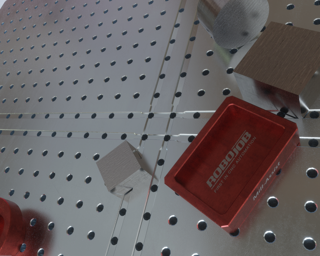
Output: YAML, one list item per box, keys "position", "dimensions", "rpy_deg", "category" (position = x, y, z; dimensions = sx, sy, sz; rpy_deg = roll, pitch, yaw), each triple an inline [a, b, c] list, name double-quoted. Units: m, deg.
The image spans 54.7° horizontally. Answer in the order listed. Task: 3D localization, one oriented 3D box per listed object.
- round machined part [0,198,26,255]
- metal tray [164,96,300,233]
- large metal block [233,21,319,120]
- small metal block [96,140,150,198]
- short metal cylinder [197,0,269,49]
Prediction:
- position: [-0.226, 0.148, 0.425]
  dimensions: [0.098, 0.042, 0.098]
  rpy_deg: [-13, 56, 21]
  category: "round machined part"
- position: [0.078, 0.035, 0.342]
  dimensions: [0.090, 0.030, 0.130]
  rpy_deg: [32, 79, 38]
  category: "metal tray"
- position: [0.146, -0.068, 0.358]
  dimensions: [0.080, 0.050, 0.080]
  rpy_deg: [31, 79, 38]
  category: "large metal block"
- position: [-0.048, 0.053, 0.401]
  dimensions: [0.050, 0.025, 0.050]
  rpy_deg: [-37, 51, 3]
  category: "small metal block"
- position: [0.097, -0.155, 0.417]
  dimensions: [0.080, 0.080, 0.050]
  rpy_deg: [-31, 52, 8]
  category: "short metal cylinder"
